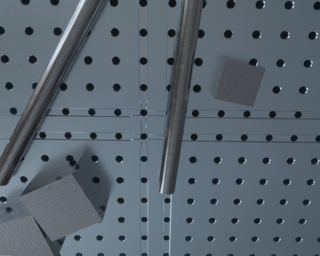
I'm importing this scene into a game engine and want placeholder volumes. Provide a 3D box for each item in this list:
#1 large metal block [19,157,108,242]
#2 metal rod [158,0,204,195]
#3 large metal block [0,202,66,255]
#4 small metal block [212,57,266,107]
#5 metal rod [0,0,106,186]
[{"bbox_3d":[-0.131,0.100,0.435,0.080,0.050,0.080,-24,108,8],"label":"large metal block"},{"bbox_3d":[0.026,-0.050,0.395,0.025,0.025,0.298,6,110,-2],"label":"metal rod"},{"bbox_3d":[-0.198,0.155,0.455,0.080,0.050,0.080,-16,110,6],"label":"large metal block"},{"bbox_3d":[0.098,-0.059,0.393,0.050,0.025,0.050,11,110,-5],"label":"small metal block"},{"bbox_3d":[-0.147,-0.045,0.395,0.025,0.025,0.299,31,107,-11],"label":"metal rod"}]
